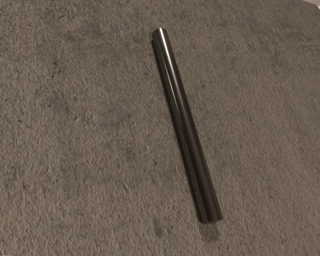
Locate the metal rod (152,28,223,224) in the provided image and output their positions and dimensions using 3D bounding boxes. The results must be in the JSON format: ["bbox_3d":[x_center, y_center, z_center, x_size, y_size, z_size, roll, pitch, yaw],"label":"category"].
[{"bbox_3d":[0.032,-0.019,0.434,0.025,0.025,0.299,1,61,-28],"label":"metal rod"}]
